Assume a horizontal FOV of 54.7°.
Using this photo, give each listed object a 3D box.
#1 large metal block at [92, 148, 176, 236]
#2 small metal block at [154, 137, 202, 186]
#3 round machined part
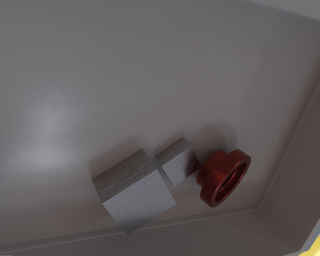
[{"bbox_3d":[-0.035,0.089,0.430,0.080,0.050,0.080,-32,129,-8],"label":"large metal block"},{"bbox_3d":[0.027,0.050,0.456,0.050,0.025,0.050,-34,129,-6],"label":"small metal block"},{"bbox_3d":[0.094,0.072,0.482,0.099,0.042,0.097,-36,147,-27],"label":"round machined part"}]
